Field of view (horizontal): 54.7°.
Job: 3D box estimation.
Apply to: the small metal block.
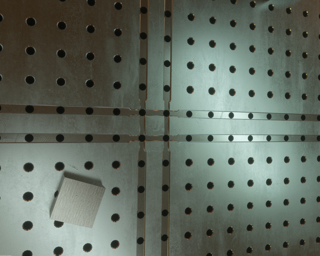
[{"bbox_3d":[-0.100,0.089,0.376,0.050,0.025,0.050,20,83,-19],"label":"small metal block"}]
